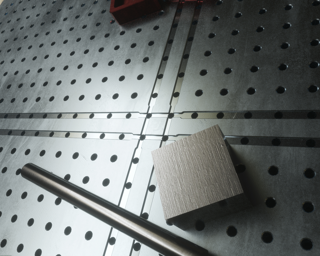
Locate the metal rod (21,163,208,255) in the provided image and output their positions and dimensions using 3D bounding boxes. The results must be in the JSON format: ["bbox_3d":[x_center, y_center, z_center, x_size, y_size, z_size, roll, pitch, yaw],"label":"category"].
[{"bbox_3d":[-0.079,0.098,0.387,0.300,0.025,0.025,16,70,34],"label":"metal rod"}]

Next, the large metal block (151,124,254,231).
[{"bbox_3d":[0.044,0.054,0.335,0.080,0.050,0.080,-23,53,13],"label":"large metal block"}]

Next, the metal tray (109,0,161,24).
[{"bbox_3d":[-0.044,-0.264,0.587,0.090,0.030,0.130,-12,56,21],"label":"metal tray"}]
